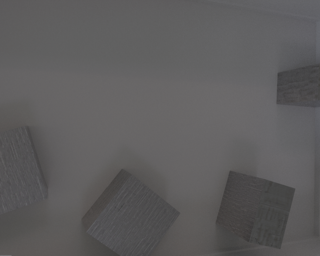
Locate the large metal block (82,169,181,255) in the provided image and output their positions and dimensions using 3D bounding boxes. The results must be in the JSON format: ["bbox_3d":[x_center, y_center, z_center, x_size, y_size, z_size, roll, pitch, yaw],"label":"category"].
[{"bbox_3d":[-0.037,0.109,0.384,0.080,0.050,0.080,42,77,-15],"label":"large metal block"}]

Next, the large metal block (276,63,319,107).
[{"bbox_3d":[0.238,-0.061,0.468,0.081,0.080,0.050,3,89,-20],"label":"large metal block"}]

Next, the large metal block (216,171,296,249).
[{"bbox_3d":[0.129,0.109,0.429,0.050,0.080,0.080,19,84,-19],"label":"large metal block"}]

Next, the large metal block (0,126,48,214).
[{"bbox_3d":[-0.174,0.047,0.333,0.081,0.050,0.080,-17,96,-19],"label":"large metal block"}]
